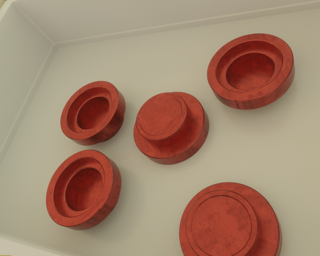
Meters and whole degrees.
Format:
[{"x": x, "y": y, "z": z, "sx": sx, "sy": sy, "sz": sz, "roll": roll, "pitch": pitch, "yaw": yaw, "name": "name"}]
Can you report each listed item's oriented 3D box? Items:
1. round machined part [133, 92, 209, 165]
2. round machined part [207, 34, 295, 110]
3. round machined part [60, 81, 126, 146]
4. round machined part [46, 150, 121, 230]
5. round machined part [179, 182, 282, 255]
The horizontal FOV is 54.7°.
[{"x": 0.009, "y": -0.006, "z": 0.394, "sx": 0.098, "sy": 0.042, "sz": 0.098, "roll": -13, "pitch": 56, "yaw": 21, "name": "round machined part"}, {"x": 0.111, "y": -0.063, "z": 0.376, "sx": 0.098, "sy": 0.042, "sz": 0.098, "roll": -13, "pitch": 56, "yaw": 21, "name": "round machined part"}, {"x": -0.093, "y": -0.017, "z": 0.454, "sx": 0.098, "sy": 0.042, "sz": 0.098, "roll": -13, "pitch": 56, "yaw": 21, "name": "round machined part"}, {"x": -0.091, "y": 0.080, "z": 0.394, "sx": 0.098, "sy": 0.042, "sz": 0.098, "roll": -13, "pitch": 56, "yaw": 21, "name": "round machined part"}, {"x": 0.064, "y": 0.099, "z": 0.300, "sx": 0.098, "sy": 0.042, "sz": 0.098, "roll": -13, "pitch": 56, "yaw": 21, "name": "round machined part"}]
